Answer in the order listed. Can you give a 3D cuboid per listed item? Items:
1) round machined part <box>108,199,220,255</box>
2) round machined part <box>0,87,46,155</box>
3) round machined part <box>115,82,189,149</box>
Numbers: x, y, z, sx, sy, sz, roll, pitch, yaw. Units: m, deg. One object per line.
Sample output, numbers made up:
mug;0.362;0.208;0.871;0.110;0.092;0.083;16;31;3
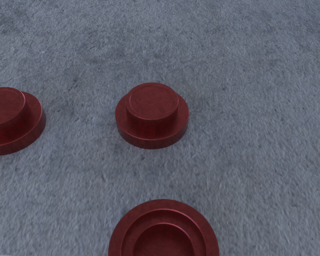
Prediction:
round machined part;0.003;0.121;0.291;0.099;0.042;0.098;0;50;0
round machined part;-0.204;-0.016;0.403;0.099;0.042;0.098;0;50;0
round machined part;-0.010;-0.023;0.411;0.099;0.042;0.098;0;50;0
